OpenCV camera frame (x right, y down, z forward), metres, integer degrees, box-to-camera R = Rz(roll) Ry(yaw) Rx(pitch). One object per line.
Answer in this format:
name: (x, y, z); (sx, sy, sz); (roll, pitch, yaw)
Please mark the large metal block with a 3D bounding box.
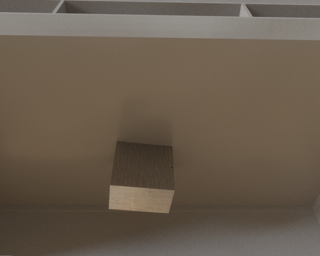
large metal block: (-0.025, 0.067, 0.430); (0.081, 0.080, 0.050); (6, 130, -6)
